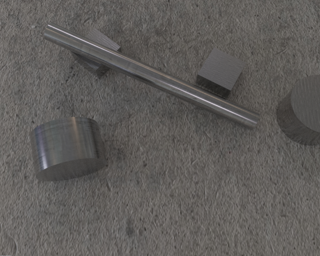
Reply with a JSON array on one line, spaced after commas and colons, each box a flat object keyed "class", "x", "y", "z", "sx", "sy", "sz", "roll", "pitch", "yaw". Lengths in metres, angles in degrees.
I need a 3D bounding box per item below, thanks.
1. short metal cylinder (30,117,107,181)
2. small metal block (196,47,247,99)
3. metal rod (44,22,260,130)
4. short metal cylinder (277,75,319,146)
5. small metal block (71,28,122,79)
[{"class": "short metal cylinder", "x": -0.108, "y": 0.027, "z": 0.368, "sx": 0.081, "sy": 0.080, "sz": 0.050, "roll": -15, "pitch": 71, "yaw": -5}, {"class": "small metal block", "x": 0.086, "y": -0.078, "z": 0.437, "sx": 0.050, "sy": 0.025, "sz": 0.050, "roll": 28, "pitch": 72, "yaw": 10}, {"class": "metal rod", "x": -0.011, "y": -0.069, "z": 0.415, "sx": 0.301, "sy": 0.025, "sz": 0.025, "roll": 24, "pitch": 72, "yaw": 1}, {"class": "short metal cylinder", "x": 0.202, "y": -0.022, "z": 0.405, "sx": 0.081, "sy": 0.050, "sz": 0.080, "roll": 0, "pitch": 70, "yaw": 0}, {"class": "small metal block", "x": -0.091, "y": -0.107, "z": 0.447, "sx": 0.050, "sy": 0.025, "sz": 0.050, "roll": 38, "pitch": 74, "yaw": 13}]
